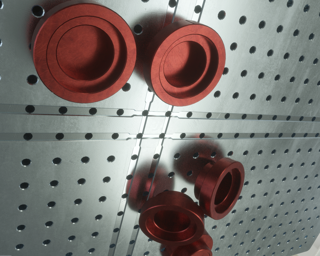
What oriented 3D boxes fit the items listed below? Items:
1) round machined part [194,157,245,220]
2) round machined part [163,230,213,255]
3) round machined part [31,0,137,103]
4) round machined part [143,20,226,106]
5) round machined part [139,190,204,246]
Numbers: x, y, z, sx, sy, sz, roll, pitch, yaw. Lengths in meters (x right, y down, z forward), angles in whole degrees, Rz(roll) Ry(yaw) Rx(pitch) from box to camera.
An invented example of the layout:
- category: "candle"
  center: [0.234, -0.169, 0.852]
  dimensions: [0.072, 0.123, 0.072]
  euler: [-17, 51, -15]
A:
- category: "round machined part"
  center: [0.091, 0.092, 0.496]
  dimensions: [0.099, 0.042, 0.097]
  euler: [-23, 122, -42]
- category: "round machined part"
  center: [0.059, 0.237, 0.582]
  dimensions: [0.099, 0.042, 0.097]
  euler: [-14, 125, -21]
- category: "round machined part"
  center: [-0.077, -0.077, 0.311]
  dimensions: [0.099, 0.042, 0.097]
  euler: [-14, 125, -21]
- category: "round machined part"
  center: [0.025, -0.078, 0.367]
  dimensions: [0.099, 0.042, 0.097]
  euler: [-14, 125, -21]
- category: "round machined part"
  center: [0.019, 0.135, 0.477]
  dimensions: [0.099, 0.042, 0.097]
  euler: [4, 127, 6]
